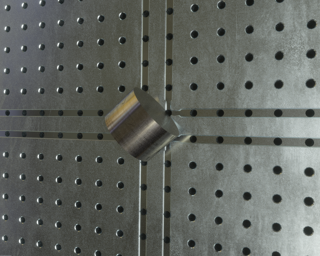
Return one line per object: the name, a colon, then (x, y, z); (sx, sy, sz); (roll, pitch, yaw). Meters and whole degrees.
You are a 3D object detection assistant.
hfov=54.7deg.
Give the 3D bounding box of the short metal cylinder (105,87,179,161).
short metal cylinder: (-0.022, -0.005, 0.389); (0.050, 0.080, 0.080); (-42, 77, 15)
